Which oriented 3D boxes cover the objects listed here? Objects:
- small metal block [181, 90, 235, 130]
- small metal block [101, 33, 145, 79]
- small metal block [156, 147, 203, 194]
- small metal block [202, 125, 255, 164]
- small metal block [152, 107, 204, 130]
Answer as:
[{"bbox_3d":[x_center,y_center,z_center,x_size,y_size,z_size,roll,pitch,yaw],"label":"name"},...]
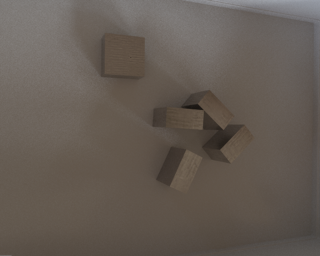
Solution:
[{"bbox_3d":[0.064,-0.023,0.422,0.050,0.050,0.025,43,76,-15],"label":"small metal block"},{"bbox_3d":[-0.047,-0.090,0.394,0.050,0.025,0.050,0,90,-21],"label":"small metal block"},{"bbox_3d":[0.024,0.054,0.407,0.025,0.050,0.050,28,81,-18],"label":"small metal block"},{"bbox_3d":[0.095,0.021,0.434,0.050,0.050,0.025,-43,104,-15],"label":"small metal block"},{"bbox_3d":[0.023,-0.012,0.407,0.050,0.050,0.025,4,90,-20],"label":"small metal block"}]
